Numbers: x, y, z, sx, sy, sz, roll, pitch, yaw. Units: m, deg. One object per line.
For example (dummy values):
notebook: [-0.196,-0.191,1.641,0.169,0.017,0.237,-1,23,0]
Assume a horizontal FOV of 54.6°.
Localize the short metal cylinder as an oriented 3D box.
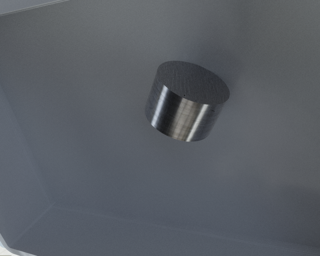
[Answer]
short metal cylinder: [0.028,-0.031,0.340,0.080,0.080,0.050,29,128,10]
